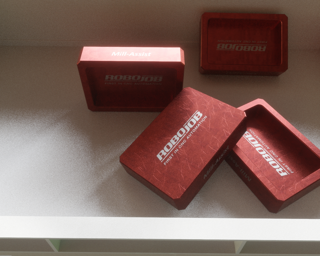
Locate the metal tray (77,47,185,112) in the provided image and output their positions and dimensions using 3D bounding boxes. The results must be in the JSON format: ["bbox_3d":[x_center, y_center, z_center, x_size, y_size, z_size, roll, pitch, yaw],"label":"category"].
[{"bbox_3d":[-0.035,-0.062,0.414,0.131,0.089,0.030,0,50,0],"label":"metal tray"}]

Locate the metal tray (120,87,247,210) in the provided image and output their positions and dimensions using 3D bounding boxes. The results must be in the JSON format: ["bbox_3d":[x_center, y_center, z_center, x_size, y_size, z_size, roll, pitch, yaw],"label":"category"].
[{"bbox_3d":[0.029,0.018,0.363,0.090,0.030,0.130,30,67,32],"label":"metal tray"}]

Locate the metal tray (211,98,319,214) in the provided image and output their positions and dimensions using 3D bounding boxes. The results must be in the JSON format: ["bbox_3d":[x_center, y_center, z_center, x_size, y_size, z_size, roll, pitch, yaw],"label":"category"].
[{"bbox_3d":[0.130,0.027,0.380,0.091,0.030,0.130,-24,54,-19],"label":"metal tray"}]

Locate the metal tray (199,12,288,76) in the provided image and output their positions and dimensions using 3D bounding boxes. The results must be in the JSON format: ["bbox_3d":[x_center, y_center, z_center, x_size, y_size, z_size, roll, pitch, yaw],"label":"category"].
[{"bbox_3d":[0.128,-0.129,0.481,0.131,0.030,0.089,2,86,0],"label":"metal tray"}]
